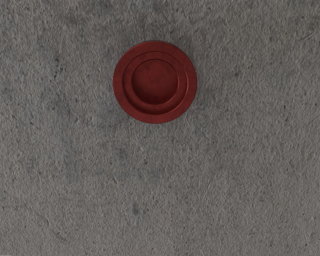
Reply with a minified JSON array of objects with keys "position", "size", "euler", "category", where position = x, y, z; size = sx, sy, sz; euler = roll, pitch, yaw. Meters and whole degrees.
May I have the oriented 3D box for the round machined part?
[{"position":[-0.006,-0.058,0.379],"size":[0.099,0.042,0.097],"euler":[0,110,0],"category":"round machined part"}]
